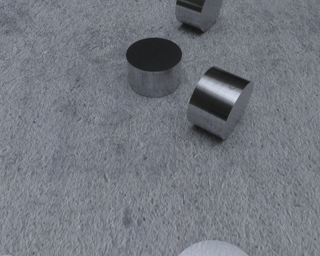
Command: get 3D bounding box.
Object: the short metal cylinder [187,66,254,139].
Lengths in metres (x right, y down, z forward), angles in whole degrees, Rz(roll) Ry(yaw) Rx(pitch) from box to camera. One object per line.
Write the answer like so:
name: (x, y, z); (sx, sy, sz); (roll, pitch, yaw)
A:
short metal cylinder: (0.077, -0.032, 0.395); (0.050, 0.080, 0.080); (29, 56, 22)

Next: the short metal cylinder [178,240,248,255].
short metal cylinder: (0.046, 0.145, 0.265); (0.080, 0.050, 0.080); (0, 50, 0)

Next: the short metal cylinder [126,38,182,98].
short metal cylinder: (-0.008, -0.091, 0.463); (0.080, 0.050, 0.080); (0, 50, 0)

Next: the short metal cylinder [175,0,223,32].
short metal cylinder: (0.071, -0.220, 0.553); (0.050, 0.080, 0.080); (29, 56, 22)
